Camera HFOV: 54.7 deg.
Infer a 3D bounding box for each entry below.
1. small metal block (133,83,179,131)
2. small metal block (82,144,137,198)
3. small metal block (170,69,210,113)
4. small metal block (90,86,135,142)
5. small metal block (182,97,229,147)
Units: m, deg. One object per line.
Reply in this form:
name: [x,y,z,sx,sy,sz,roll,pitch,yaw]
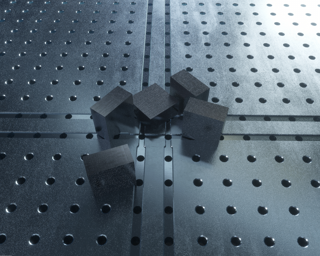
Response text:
small metal block: [-0.009,-0.030,0.433,0.050,0.025,0.050,-33,58,-25]
small metal block: [-0.056,0.049,0.350,0.050,0.050,0.025,-16,52,-13]
small metal block: [0.039,-0.045,0.430,0.025,0.050,0.050,-32,57,-24]
small metal block: [-0.061,-0.018,0.406,0.025,0.050,0.050,31,56,23]
small metal block: [0.057,-0.008,0.399,0.050,0.050,0.025,17,52,13]
